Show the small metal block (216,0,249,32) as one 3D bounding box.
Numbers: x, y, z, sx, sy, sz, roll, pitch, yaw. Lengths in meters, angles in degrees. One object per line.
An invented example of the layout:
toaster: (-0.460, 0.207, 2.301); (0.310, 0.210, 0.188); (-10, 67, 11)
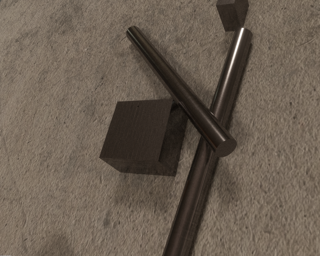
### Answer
small metal block: (0.104, -0.174, 0.439); (0.025, 0.050, 0.050); (6, 65, 30)

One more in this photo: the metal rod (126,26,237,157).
metal rod: (0.011, -0.070, 0.420); (0.025, 0.025, 0.300); (-36, 45, 4)

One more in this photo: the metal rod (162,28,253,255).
metal rod: (0.064, 0.003, 0.367); (0.025, 0.025, 0.300); (7, 65, 31)

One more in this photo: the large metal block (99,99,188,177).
large metal block: (-0.018, 0.012, 0.389); (0.080, 0.050, 0.080); (0, 62, 27)
